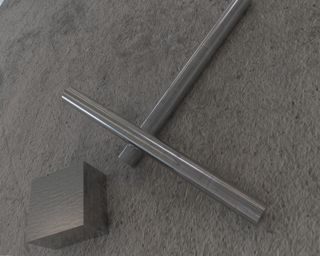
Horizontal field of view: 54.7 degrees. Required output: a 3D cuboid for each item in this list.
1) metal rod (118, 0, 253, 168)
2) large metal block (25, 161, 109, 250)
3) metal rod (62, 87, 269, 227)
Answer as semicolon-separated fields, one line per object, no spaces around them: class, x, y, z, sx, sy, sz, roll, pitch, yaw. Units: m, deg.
metal rod;0.041;-0.075;0.428;0.025;0.025;0.300;27;76;37
large metal block;-0.114;0.098;0.388;0.080;0.050;0.080;-21;54;15
metal rod;-0.015;0.019;0.371;0.300;0.025;0.025;30;78;28
